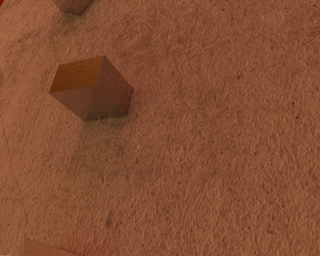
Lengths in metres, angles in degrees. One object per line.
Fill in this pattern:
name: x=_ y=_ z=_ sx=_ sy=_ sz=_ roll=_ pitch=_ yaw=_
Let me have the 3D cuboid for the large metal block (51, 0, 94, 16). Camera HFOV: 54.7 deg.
large metal block: x=-0.185 y=-0.294 z=0.666 sx=0.080 sy=0.050 sz=0.080 roll=28 pitch=77 yaw=37

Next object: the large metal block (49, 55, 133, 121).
large metal block: x=-0.098 y=-0.054 z=0.454 sx=0.080 sy=0.080 sz=0.050 roll=-5 pitch=60 yaw=25

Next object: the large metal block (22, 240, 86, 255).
large metal block: x=-0.116 y=0.177 z=0.340 sx=0.080 sy=0.050 sz=0.080 roll=3 pitch=63 yaw=29
